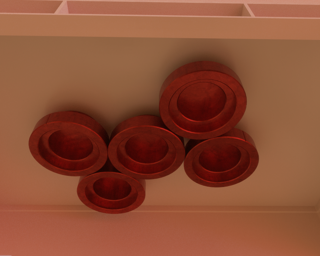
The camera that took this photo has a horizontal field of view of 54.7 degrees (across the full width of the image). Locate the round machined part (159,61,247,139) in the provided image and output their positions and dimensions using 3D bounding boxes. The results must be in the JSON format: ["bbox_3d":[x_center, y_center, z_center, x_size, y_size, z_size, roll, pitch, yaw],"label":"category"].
[{"bbox_3d":[0.048,-0.036,0.364,0.099,0.042,0.097,0,130,0],"label":"round machined part"}]

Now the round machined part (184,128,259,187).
[{"bbox_3d":[0.081,0.034,0.424,0.099,0.042,0.097,0,130,0],"label":"round machined part"}]

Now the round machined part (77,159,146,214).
[{"bbox_3d":[-0.070,0.083,0.464,0.099,0.042,0.097,0,130,0],"label":"round machined part"}]

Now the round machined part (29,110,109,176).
[{"bbox_3d":[-0.115,0.016,0.407,0.099,0.042,0.097,0,130,0],"label":"round machined part"}]

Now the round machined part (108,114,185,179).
[{"bbox_3d":[-0.017,0.021,0.411,0.099,0.042,0.097,0,130,0],"label":"round machined part"}]
